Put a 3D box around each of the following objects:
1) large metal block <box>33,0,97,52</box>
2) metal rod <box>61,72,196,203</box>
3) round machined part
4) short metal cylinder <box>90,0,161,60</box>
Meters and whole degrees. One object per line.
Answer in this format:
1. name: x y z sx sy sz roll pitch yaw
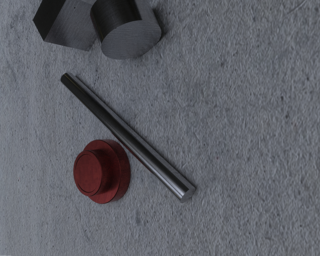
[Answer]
1. large metal block: -0.134 -0.172 0.477 0.080 0.081 0.050 -47 62 29
2. metal rod: -0.063 -0.002 0.454 0.300 0.025 0.025 41 115 32
3. round machined part: -0.094 0.066 0.469 0.098 0.042 0.097 0 90 39
4. short metal cylinder: -0.045 -0.133 0.404 0.080 0.081 0.050 -32 70 35
